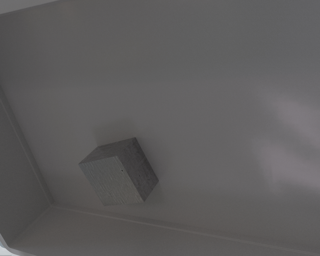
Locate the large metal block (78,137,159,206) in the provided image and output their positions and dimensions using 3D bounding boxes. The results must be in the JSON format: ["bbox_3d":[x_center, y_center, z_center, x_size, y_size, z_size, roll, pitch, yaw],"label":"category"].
[{"bbox_3d":[-0.061,0.067,0.467,0.080,0.050,0.080,-15,111,34],"label":"large metal block"}]
